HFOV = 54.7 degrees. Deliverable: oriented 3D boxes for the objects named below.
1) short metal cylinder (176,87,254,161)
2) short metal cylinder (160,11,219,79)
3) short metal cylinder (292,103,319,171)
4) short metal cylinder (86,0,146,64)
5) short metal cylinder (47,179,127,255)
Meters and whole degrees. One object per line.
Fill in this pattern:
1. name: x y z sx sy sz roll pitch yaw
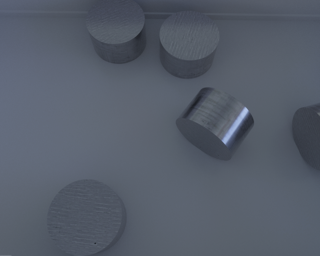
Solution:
1. short metal cylinder: 0.067 -0.004 0.382 0.080 0.080 0.050 35 74 12
2. short metal cylinder: 0.040 -0.117 0.439 0.081 0.050 0.080 0 70 0
3. short metal cylinder: 0.208 0.007 0.379 0.050 0.080 0.080 -15 71 -5
4. short metal cylinder: -0.061 -0.140 0.447 0.081 0.050 0.080 0 70 0
5. short metal cylinder: -0.081 0.103 0.358 0.081 0.050 0.080 0 70 0
